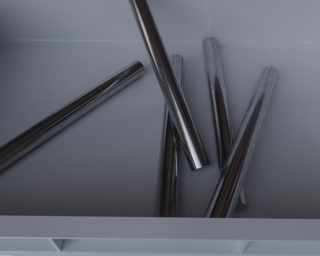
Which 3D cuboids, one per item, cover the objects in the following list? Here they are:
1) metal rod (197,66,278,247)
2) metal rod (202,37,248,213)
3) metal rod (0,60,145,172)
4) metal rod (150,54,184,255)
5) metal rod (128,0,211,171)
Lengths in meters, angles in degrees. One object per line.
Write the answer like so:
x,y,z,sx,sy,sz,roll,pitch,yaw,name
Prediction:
0.107,0.006,0.374,0.025,0.025,0.301,20,45,16,metal rod
0.083,-0.029,0.429,0.025,0.025,0.300,0,50,0,metal rod
-0.134,-0.010,0.412,0.025,0.025,0.302,35,58,26,metal rod
0.014,0.007,0.399,0.025,0.025,0.300,3,50,3,metal rod
0.000,-0.089,0.403,0.025,0.025,0.299,-16,76,-13,metal rod
